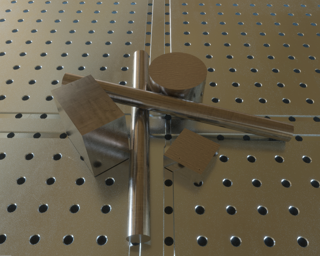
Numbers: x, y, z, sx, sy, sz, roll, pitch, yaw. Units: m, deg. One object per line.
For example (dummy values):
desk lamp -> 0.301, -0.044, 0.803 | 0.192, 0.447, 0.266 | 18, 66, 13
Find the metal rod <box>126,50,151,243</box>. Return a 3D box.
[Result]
metal rod -> -0.026, -0.002, 0.409 | 0.025, 0.025, 0.300 | -1, 50, -1

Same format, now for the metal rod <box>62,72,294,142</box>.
metal rod -> 0.023, -0.027, 0.406 | 0.302, 0.025, 0.025 | 13, 51, 0

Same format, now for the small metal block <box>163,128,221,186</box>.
small metal block -> 0.039, 0.034, 0.380 | 0.050, 0.025, 0.050 | 27, 55, 20

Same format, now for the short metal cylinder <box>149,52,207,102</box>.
short metal cylinder -> 0.025, -0.064, 0.445 | 0.081, 0.050, 0.080 | 0, 50, 0

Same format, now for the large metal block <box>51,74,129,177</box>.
large metal block -> -0.081, -0.003, 0.372 | 0.050, 0.080, 0.080 | -28, 56, -22
